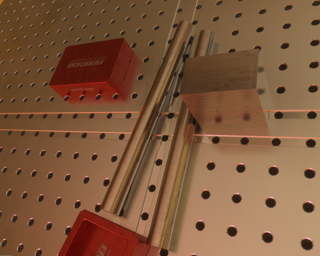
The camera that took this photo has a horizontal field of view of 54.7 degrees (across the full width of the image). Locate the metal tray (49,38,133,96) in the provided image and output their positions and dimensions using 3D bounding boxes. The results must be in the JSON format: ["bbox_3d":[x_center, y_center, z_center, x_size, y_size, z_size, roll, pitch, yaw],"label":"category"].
[{"bbox_3d":[-0.118,-0.103,0.528,0.130,0.030,0.090,0,62,28],"label":"metal tray"}]

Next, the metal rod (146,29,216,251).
[{"bbox_3d":[0.033,-0.004,0.392,0.025,0.025,0.300,1,62,28],"label":"metal rod"}]

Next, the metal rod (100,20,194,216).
[{"bbox_3d":[-0.010,-0.028,0.429,0.025,0.025,0.300,8,65,31],"label":"metal rod"}]

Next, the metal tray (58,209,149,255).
[{"bbox_3d":[-0.078,0.167,0.341,0.090,0.030,0.130,12,68,33],"label":"metal tray"}]

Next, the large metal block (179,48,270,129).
[{"bbox_3d":[0.078,-0.040,0.356,0.080,0.080,0.050,-2,61,27],"label":"large metal block"}]
